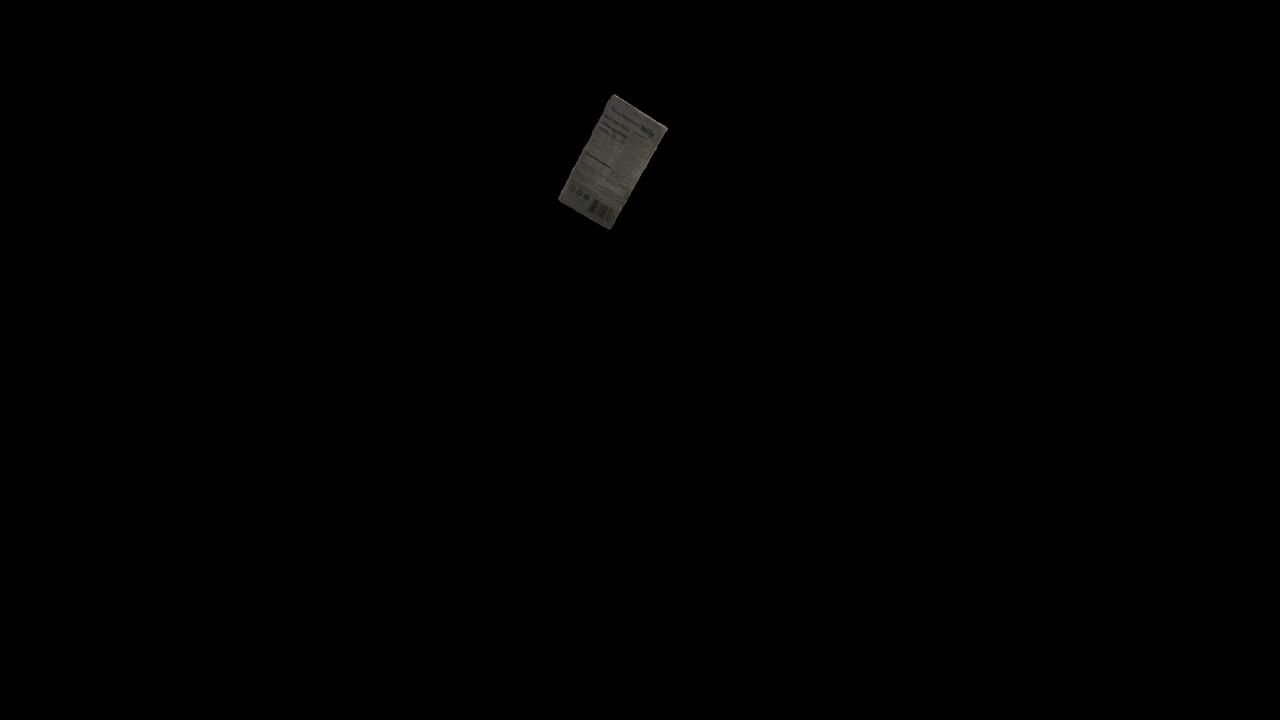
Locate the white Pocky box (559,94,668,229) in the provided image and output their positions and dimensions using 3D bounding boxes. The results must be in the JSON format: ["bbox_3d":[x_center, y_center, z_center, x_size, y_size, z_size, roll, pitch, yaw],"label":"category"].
[{"bbox_3d":[-0.038,-0.261,0.820,0.084,0.154,0.028,29,22,-9],"label":"white Pocky box"}]
